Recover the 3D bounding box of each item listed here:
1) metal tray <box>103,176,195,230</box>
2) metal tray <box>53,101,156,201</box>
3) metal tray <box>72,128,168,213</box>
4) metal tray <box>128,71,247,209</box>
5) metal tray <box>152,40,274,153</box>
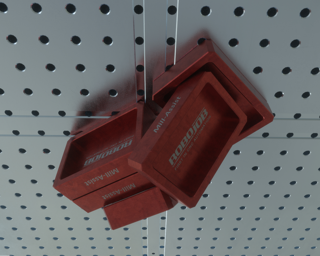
[{"bbox_3d":[-0.007,0.093,0.430,0.090,0.131,0.030,-25,84,20],"label":"metal tray"},{"bbox_3d":[-0.067,0.028,0.391,0.130,0.090,0.030,-26,126,20],"label":"metal tray"},{"bbox_3d":[-0.050,0.048,0.407,0.130,0.090,0.030,-26,126,20],"label":"metal tray"},{"bbox_3d":[0.036,0.012,0.348,0.090,0.030,0.130,43,73,-30],"label":"metal tray"},{"bbox_3d":[0.066,-0.032,0.380,0.090,0.030,0.130,-36,122,26],"label":"metal tray"}]
